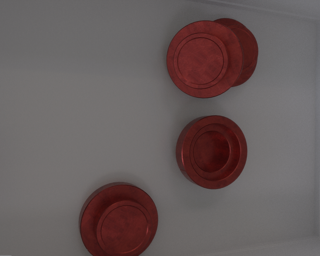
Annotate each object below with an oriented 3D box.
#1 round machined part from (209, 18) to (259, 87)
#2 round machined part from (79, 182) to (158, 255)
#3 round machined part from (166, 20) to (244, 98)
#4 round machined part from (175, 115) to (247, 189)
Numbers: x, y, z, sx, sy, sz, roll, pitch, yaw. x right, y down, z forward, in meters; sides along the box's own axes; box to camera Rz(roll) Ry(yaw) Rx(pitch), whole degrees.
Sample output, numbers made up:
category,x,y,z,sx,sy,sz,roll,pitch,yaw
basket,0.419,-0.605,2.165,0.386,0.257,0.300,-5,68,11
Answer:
category,x,y,z,sx,sy,sz,roll,pitch,yaw
round machined part,0.098,-0.107,0.437,0.099,0.042,0.097,0,90,-20
round machined part,-0.048,0.119,0.384,0.099,0.042,0.097,0,90,-20
round machined part,0.055,-0.086,0.393,0.098,0.042,0.097,5,106,17
round machined part,0.066,0.032,0.426,0.099,0.042,0.097,0,90,-20
